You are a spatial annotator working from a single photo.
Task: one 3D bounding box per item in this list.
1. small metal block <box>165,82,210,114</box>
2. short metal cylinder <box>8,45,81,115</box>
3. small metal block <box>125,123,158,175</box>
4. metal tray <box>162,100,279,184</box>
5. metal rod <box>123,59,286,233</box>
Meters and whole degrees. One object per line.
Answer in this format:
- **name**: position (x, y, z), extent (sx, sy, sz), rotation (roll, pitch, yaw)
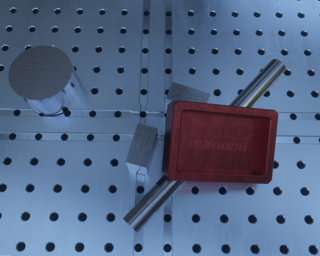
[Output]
- **small metal block**: position (0.035, -0.031, 0.410), extent (0.050, 0.050, 0.025), rotation (19, 71, 6)
- **short metal cylinder**: position (-0.153, -0.064, 0.420), extent (0.081, 0.050, 0.080), rotation (0, 70, -1)
- **small metal block**: position (-0.021, 0.028, 0.388), extent (0.025, 0.050, 0.050), rotation (14, 71, 5)
- **metal tray**: position (0.072, 0.018, 0.370), extent (0.131, 0.030, 0.089), rotation (4, 92, -14)
- **metal rod**: position (0.067, 0.013, 0.407), extent (0.025, 0.025, 0.301), rotation (41, 75, 13)
